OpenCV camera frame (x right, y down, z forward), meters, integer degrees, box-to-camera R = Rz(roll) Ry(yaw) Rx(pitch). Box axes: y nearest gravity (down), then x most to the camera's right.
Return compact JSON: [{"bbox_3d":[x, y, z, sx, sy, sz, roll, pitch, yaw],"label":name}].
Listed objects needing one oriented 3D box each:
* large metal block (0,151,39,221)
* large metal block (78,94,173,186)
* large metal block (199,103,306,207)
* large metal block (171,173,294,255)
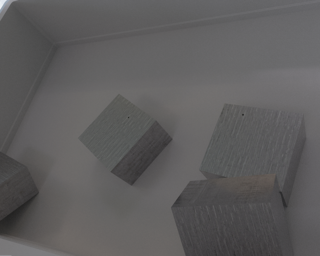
[{"bbox_3d":[-0.238,0.085,0.442,0.080,0.050,0.080,17,40,35],"label":"large metal block"},{"bbox_3d":[-0.046,0.014,0.405,0.080,0.050,0.080,-49,51,-6],"label":"large metal block"},{"bbox_3d":[0.098,0.026,0.322,0.080,0.050,0.080,11,67,33],"label":"large metal block"},{"bbox_3d":[0.065,0.090,0.270,0.080,0.080,0.050,-10,12,27],"label":"large metal block"}]
